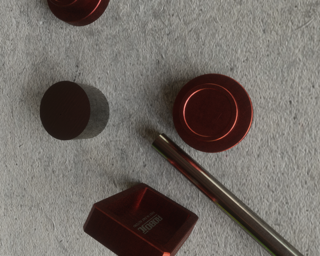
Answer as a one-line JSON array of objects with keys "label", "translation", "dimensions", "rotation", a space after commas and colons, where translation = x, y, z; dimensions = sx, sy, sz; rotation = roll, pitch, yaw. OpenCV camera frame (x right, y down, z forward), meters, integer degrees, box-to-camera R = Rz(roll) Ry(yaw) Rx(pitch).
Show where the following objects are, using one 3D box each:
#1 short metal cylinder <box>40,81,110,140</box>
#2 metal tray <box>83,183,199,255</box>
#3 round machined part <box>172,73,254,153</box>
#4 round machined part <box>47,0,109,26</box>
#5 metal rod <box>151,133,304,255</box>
[{"label": "short metal cylinder", "translation": [-0.119, -0.023, 0.436], "dimensions": [0.080, 0.050, 0.079], "rotation": [0, 90, 19]}, {"label": "metal tray", "translation": [-0.014, 0.109, 0.357], "dimensions": [0.090, 0.130, 0.030], "rotation": [28, 99, 17]}, {"label": "round machined part", "translation": [0.062, -0.018, 0.378], "dimensions": [0.098, 0.042, 0.097], "rotation": [0, 90, 19]}, {"label": "round machined part", "translation": [-0.123, -0.200, 0.442], "dimensions": [0.098, 0.042, 0.097], "rotation": [0, 90, 19]}, {"label": "metal rod", "translation": [0.106, 0.112, 0.371], "dimensions": [0.300, 0.025, 0.025], "rotation": [41, 103, 15]}]
